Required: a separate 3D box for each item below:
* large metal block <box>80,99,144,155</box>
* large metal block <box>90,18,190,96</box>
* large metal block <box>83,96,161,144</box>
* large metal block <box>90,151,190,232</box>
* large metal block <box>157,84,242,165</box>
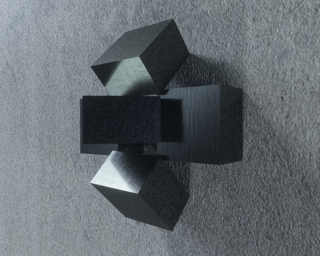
[{"bbox_3d":[-0.069,-0.003,0.445,0.080,0.050,0.079,0,90,39],"label":"large metal block"},{"bbox_3d":[-0.023,-0.083,0.380,0.080,0.080,0.050,0,134,40],"label":"large metal block"},{"bbox_3d":[-0.043,-0.009,0.362,0.080,0.081,0.050,179,90,-84],"label":"large metal block"},{"bbox_3d":[-0.023,0.075,0.380,0.080,0.080,0.050,2,48,40],"label":"large metal block"},{"bbox_3d":[0.044,-0.004,0.349,0.080,0.050,0.079,0,90,39],"label":"large metal block"}]
